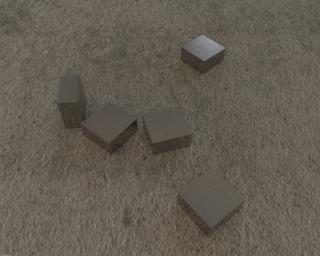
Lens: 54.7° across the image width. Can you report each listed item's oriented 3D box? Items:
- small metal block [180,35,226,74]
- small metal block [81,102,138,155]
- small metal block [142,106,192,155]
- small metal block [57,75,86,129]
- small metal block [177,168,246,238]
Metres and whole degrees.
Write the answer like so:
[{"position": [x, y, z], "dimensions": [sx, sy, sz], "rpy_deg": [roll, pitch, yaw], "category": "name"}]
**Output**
[{"position": [0.070, -0.121, 0.505], "dimensions": [0.050, 0.025, 0.050], "rpy_deg": [-35, 58, -26], "category": "small metal block"}, {"position": [-0.065, -0.001, 0.403], "dimensions": [0.050, 0.025, 0.050], "rpy_deg": [31, 57, 23], "category": "small metal block"}, {"position": [0.008, 0.003, 0.401], "dimensions": [0.050, 0.025, 0.050], "rpy_deg": [-13, 51, -11], "category": "small metal block"}, {"position": [-0.117, -0.035, 0.415], "dimensions": [0.025, 0.050, 0.050], "rpy_deg": [-5, 50, -4], "category": "small metal block"}, {"position": [0.054, 0.080, 0.336], "dimensions": [0.050, 0.025, 0.050], "rpy_deg": [-31, 57, -24], "category": "small metal block"}]
